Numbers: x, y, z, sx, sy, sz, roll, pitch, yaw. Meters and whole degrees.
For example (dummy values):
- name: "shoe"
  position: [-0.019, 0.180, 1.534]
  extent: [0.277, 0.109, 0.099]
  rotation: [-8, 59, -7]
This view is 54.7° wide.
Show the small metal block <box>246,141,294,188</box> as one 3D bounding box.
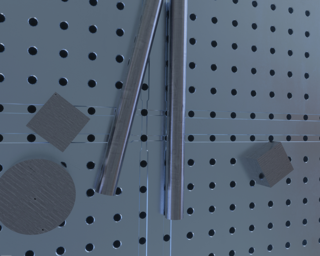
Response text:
- name: "small metal block"
  position: [0.169, 0.055, 0.475]
  extent: [0.050, 0.025, 0.050]
  rotation: [-32, 101, -17]

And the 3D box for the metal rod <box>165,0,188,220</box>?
- name: "metal rod"
  position: [0.022, -0.028, 0.420]
  extent: [0.025, 0.025, 0.298]
  rotation: [1, 90, -20]

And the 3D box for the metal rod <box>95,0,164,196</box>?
- name: "metal rod"
  position: [-0.034, -0.063, 0.399]
  extent: [0.025, 0.025, 0.299]
  rotation: [15, 85, -20]

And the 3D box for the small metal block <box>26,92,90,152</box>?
- name: "small metal block"
  position: [-0.120, -0.007, 0.368]
  extent: [0.050, 0.025, 0.050]
  rotation: [40, 77, -16]

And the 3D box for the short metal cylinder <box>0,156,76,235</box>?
- name: "short metal cylinder"
  position: [-0.139, 0.072, 0.348]
  extent: [0.081, 0.050, 0.080]
  rotation: [0, 90, -20]
